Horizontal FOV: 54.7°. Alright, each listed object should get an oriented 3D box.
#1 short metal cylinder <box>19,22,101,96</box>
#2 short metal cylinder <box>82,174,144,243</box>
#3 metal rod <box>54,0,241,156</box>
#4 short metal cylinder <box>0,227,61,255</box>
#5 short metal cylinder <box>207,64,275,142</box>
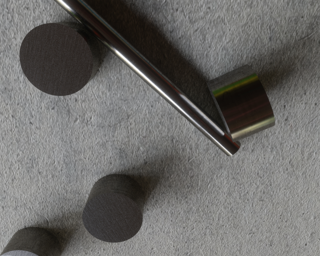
[{"bbox_3d":[-0.114,-0.083,0.365,0.081,0.050,0.079,0,110,0],"label":"short metal cylinder"},{"bbox_3d":[-0.063,0.112,0.437,0.081,0.050,0.079,0,110,0],"label":"short metal cylinder"},{"bbox_3d":[-0.011,-0.067,0.384,0.300,0.025,0.025,41,105,-14],"label":"metal rod"},{"bbox_3d":[-0.197,0.199,0.468,0.081,0.050,0.079,0,110,0],"label":"short metal cylinder"},{"bbox_3d":[0.095,-0.029,0.371,0.050,0.080,0.080,-24,109,8],"label":"short metal cylinder"}]
